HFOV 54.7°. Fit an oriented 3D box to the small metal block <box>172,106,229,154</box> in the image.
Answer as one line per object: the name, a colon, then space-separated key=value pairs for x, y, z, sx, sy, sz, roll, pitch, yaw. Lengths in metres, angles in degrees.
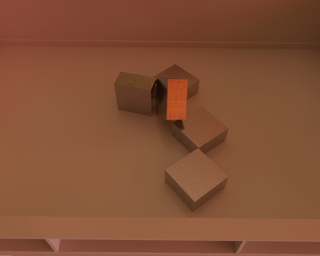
small metal block: x=0.051 y=0.005 z=0.402 sx=0.050 sy=0.025 sz=0.050 roll=-30 pitch=57 yaw=-23

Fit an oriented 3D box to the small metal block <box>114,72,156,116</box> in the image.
small metal block: x=-0.033 y=-0.046 z=0.427 sx=0.050 sy=0.050 sz=0.025 roll=12 pitch=51 yaw=9

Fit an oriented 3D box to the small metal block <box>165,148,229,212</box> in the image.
small metal block: x=0.041 y=0.059 z=0.356 sx=0.050 sy=0.025 sz=0.050 roll=-31 pitch=57 yaw=-24

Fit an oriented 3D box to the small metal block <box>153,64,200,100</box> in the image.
small metal block: x=0.022 y=-0.063 z=0.458 sx=0.050 sy=0.025 sz=0.050 roll=-35 pitch=59 yaw=-26

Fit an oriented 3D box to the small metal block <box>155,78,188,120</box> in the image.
small metal block: x=0.014 y=-0.039 z=0.400 sx=0.025 sy=0.050 sz=0.050 roll=-1 pitch=11 yaw=-17
